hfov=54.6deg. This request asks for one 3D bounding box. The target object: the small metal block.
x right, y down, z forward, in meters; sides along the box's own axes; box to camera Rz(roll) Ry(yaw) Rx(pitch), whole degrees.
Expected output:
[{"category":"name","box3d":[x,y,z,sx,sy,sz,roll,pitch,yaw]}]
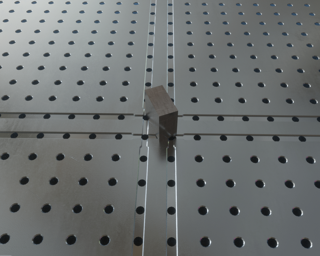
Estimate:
[{"category":"small metal block","box3d":[0.001,-0.019,0.408,0.025,0.050,0.050,-18,52,-14]}]
